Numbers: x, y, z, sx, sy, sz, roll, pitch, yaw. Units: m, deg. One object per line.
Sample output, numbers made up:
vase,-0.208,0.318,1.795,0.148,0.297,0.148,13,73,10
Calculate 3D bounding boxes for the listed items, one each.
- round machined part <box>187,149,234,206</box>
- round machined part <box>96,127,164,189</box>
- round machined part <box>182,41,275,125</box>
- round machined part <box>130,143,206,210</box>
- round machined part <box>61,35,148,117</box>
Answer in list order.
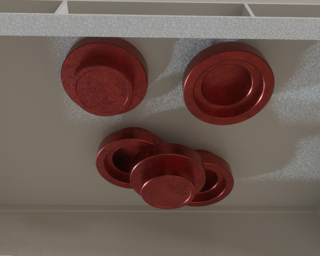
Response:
round machined part,0.056,0.070,0.458,0.099,0.042,0.097,0,130,0
round machined part,-0.036,0.037,0.429,0.099,0.042,0.097,0,130,0
round machined part,0.075,-0.053,0.353,0.099,0.042,0.097,0,130,0
round machined part,0.010,0.069,0.401,0.099,0.042,0.097,0,130,0
round machined part,-0.063,-0.052,0.353,0.099,0.042,0.097,0,130,0
